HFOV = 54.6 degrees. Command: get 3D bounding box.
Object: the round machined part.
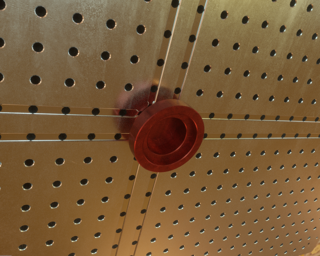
[{"bbox_3d":[0.005,0.006,0.405,0.099,0.042,0.097,-14,124,-21],"label":"round machined part"}]
